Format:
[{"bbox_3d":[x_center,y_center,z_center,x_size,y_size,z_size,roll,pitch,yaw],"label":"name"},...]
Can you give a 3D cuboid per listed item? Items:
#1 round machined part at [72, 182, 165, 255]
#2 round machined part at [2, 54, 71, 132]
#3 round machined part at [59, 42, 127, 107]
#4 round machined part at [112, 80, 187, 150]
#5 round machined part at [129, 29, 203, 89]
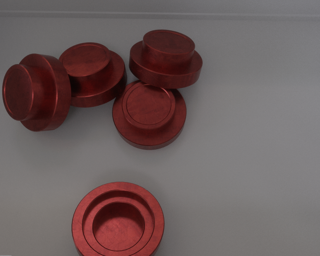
[{"bbox_3d":[-0.046,0.113,0.348,0.099,0.042,0.098,4,49,-5],"label":"round machined part"},{"bbox_3d":[-0.159,-0.044,0.387,0.098,0.042,0.097,3,96,36],"label":"round machined part"},{"bbox_3d":[-0.096,-0.077,0.413,0.099,0.042,0.098,-2,51,3],"label":"round machined part"},{"bbox_3d":[-0.014,-0.024,0.409,0.099,0.042,0.098,0,70,0],"label":"round machined part"},{"bbox_3d":[0.009,-0.097,0.414,0.099,0.042,0.098,7,41,-6],"label":"round machined part"}]
